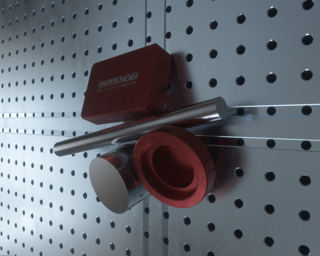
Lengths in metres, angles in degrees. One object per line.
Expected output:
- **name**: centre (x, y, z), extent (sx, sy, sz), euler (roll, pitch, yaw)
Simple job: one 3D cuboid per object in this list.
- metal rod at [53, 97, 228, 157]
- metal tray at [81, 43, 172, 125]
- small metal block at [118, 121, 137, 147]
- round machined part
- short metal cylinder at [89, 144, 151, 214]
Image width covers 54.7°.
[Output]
- **metal rod**: centre (-0.050, 0.007, 0.414), extent (0.300, 0.025, 0.025), euler (-14, 82, 38)
- **metal tray**: centre (-0.049, -0.056, 0.426), extent (0.130, 0.030, 0.090), euler (-6, 67, 39)
- **small metal block**: centre (-0.030, 0.015, 0.443), extent (0.050, 0.025, 0.050), euler (23, 104, 37)
- **round machined part**: centre (0.020, 0.041, 0.365), extent (0.098, 0.042, 0.097), euler (16, 120, 29)
- **short metal cylinder**: centre (-0.051, 0.067, 0.417), extent (0.080, 0.050, 0.079), euler (21, 122, 38)
